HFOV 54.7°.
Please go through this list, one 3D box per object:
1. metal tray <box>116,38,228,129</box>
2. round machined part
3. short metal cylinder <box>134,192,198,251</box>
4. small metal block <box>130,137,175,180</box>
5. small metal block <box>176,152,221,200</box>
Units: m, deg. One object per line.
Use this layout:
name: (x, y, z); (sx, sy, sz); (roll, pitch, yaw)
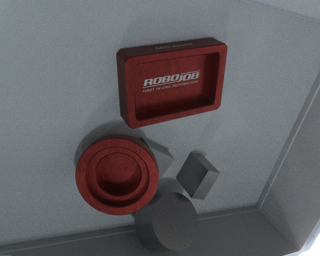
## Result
metal tray: (0.016, -0.056, 0.380); (0.131, 0.030, 0.089); (-13, 124, -22)
round machined part: (-0.051, 0.055, 0.387); (0.099, 0.042, 0.097); (0, 102, 0)
short metal cylinder: (0.009, 0.139, 0.458); (0.081, 0.080, 0.050); (9, 156, -33)
small metal block: (-0.016, 0.048, 0.431); (0.050, 0.025, 0.050); (29, 102, -38)
small metal block: (0.057, 0.072, 0.470); (0.025, 0.050, 0.050); (16, 110, -35)
